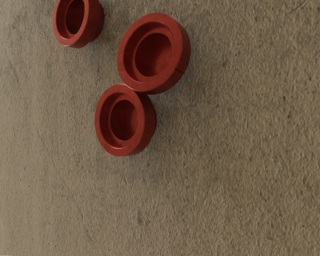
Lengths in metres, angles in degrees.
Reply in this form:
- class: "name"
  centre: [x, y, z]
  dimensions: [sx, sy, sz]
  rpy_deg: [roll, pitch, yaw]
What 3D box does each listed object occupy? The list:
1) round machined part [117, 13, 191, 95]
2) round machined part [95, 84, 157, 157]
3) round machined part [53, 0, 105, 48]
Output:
- class: "round machined part"
  centre: [-0.003, -0.089, 0.391]
  dimensions: [0.098, 0.042, 0.097]
  rpy_deg: [-6, 80, 34]
- class: "round machined part"
  centre: [-0.043, -0.010, 0.430]
  dimensions: [0.098, 0.042, 0.097]
  rpy_deg: [0, 90, 40]
- class: "round machined part"
  centre: [-0.128, -0.177, 0.499]
  dimensions: [0.098, 0.042, 0.097]
  rpy_deg: [0, 90, 40]
